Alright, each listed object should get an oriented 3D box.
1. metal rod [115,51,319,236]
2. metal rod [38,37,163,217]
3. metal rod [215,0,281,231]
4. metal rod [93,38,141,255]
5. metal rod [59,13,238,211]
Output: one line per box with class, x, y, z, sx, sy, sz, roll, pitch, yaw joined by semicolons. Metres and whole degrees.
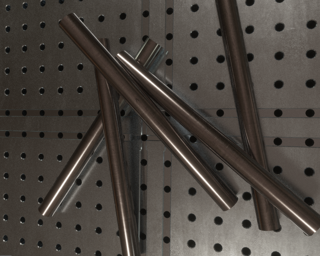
metal rod;0.056;0.007;0.364;0.300;0.025;0.025;42;103;15
metal rod;-0.090;0.006;0.442;0.025;0.025;0.299;38;102;15
metal rod;0.104;-0.029;0.375;0.025;0.025;0.298;-11;86;19
metal rod;-0.058;0.034;0.413;0.025;0.025;0.298;-6;95;19
metal rod;-0.013;-0.018;0.379;0.025;0.025;0.300;-41;92;15
